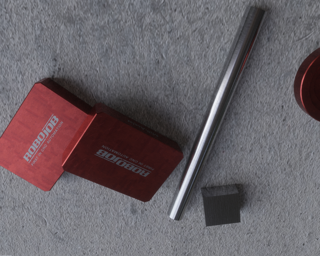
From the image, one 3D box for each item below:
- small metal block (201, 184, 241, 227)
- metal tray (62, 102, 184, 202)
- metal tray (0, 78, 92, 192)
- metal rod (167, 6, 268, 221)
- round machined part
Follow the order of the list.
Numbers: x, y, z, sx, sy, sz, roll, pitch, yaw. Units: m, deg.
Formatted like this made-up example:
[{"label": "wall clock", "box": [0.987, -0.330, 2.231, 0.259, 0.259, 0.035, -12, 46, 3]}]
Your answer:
[{"label": "small metal block", "box": [0.088, 0.113, 0.453, 0.050, 0.025, 0.050, -8, 110, 2]}, {"label": "metal tray", "box": [-0.047, 0.036, 0.402, 0.131, 0.030, 0.090, 28, 107, -26]}, {"label": "metal tray", "box": [-0.150, 0.011, 0.409, 0.090, 0.030, 0.129, 35, 106, -13]}, {"label": "metal rod", "box": [0.068, -0.005, 0.408, 0.025, 0.025, 0.298, 16, 109, -7]}, {"label": "round machined part", "box": [0.215, -0.057, 0.383, 0.099, 0.042, 0.097, 0, 110, -1]}]
